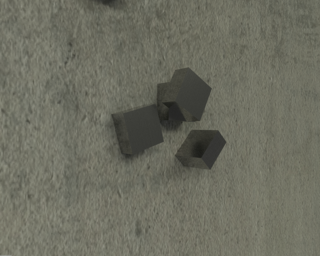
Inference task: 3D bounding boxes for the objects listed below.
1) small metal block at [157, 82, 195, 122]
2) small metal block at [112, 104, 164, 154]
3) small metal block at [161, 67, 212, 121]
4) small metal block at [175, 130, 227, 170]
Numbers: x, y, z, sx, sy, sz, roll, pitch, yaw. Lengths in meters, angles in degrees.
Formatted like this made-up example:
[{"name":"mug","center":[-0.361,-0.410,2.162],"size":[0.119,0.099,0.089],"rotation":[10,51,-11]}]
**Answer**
[{"name":"small metal block","center":[0.023,-0.034,0.426],"size":[0.050,0.025,0.050],"rotation":[3,88,-40]},{"name":"small metal block","center":[-0.027,0.000,0.384],"size":[0.050,0.025,0.050],"rotation":[-20,103,-38]},{"name":"small metal block","center":[0.036,-0.043,0.404],"size":[0.050,0.025,0.050],"rotation":[35,68,-35]},{"name":"small metal block","center":[0.058,0.029,0.439],"size":[0.025,0.050,0.050],"rotation":[51,60,-28]}]
